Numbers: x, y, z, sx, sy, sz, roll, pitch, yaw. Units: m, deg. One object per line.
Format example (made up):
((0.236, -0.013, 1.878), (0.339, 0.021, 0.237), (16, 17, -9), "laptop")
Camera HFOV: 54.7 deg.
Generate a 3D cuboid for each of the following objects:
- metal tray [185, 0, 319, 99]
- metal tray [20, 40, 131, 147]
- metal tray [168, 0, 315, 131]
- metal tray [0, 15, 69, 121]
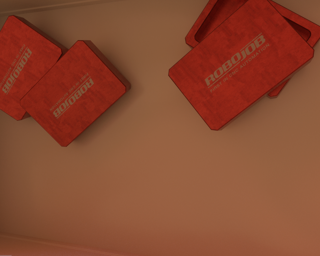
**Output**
((0.108, -0.106, 0.369), (0.130, 0.030, 0.090), (37, 101, 16), "metal tray")
((-0.118, -0.047, 0.432), (0.130, 0.030, 0.090), (-40, 98, 15), "metal tray")
((0.086, -0.069, 0.345), (0.130, 0.030, 0.090), (-40, 78, 15), "metal tray")
((-0.210, -0.088, 0.464), (0.090, 0.030, 0.130), (35, 102, -4), "metal tray")
